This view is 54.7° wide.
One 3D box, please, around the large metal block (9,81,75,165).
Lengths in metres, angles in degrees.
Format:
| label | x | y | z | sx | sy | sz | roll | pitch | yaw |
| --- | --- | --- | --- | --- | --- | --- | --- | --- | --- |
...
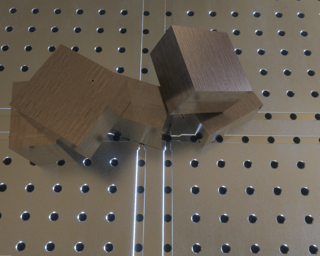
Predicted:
| label | x | y | z | sx | sy | sz | roll | pitch | yaw |
| --- | --- | --- | --- | --- | --- | --- | --- | --- | --- |
| large metal block | -0.141 | -0.005 | 0.382 | 0.050 | 0.080 | 0.080 | -6 | 70 | -2 |

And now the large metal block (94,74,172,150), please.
| label | x | y | z | sx | sy | sz | roll | pitch | yaw |
| --- | --- | --- | --- | --- | --- | --- | --- | --- | --- |
| large metal block | -0.028 | -0.019 | 0.388 | 0.080 | 0.080 | 0.050 | 18 | 71 | 6 |

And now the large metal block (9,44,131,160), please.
| label | x | y | z | sx | sy | sz | roll | pitch | yaw |
| --- | --- | --- | --- | --- | --- | --- | --- | --- | --- |
| large metal block | -0.088 | -0.026 | 0.321 | 0.080 | 0.050 | 0.080 | 29 | 72 | 10 |

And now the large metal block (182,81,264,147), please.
| label | x | y | z | sx | sy | sz | roll | pitch | yaw |
| --- | --- | --- | --- | --- | --- | --- | --- | --- | --- |
| large metal block | 0.073 | -0.034 | 0.412 | 0.080 | 0.050 | 0.080 | -29 | 73 | -10 |

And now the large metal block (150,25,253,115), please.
| label | x | y | z | sx | sy | sz | roll | pitch | yaw |
| --- | --- | --- | --- | --- | --- | --- | --- | --- | --- |
| large metal block | 0.045 | -0.063 | 0.349 | 0.081 | 0.050 | 0.080 | -4 | 67 | -33 |
